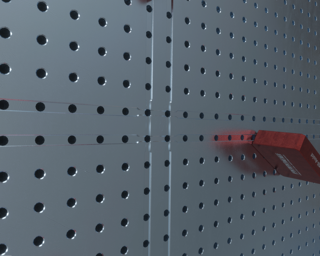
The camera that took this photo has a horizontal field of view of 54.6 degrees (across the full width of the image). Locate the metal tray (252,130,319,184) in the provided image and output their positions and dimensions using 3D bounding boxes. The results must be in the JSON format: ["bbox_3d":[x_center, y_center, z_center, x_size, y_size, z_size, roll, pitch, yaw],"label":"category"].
[{"bbox_3d":[0.240,0.053,0.564,0.130,0.090,0.030,40,70,-33],"label":"metal tray"}]
